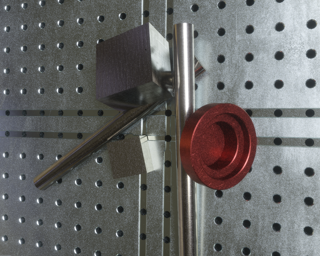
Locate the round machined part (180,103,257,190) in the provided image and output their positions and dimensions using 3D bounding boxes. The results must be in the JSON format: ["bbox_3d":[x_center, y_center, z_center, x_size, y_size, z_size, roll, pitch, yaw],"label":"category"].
[{"bbox_3d":[0.063,0.020,0.362,0.042,0.099,0.097,8,94,58],"label":"round machined part"}]

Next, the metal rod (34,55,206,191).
[{"bbox_3d":[-0.066,0.001,0.434,0.300,0.025,0.025,-36,79,16],"label":"metal rod"}]

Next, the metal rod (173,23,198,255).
[{"bbox_3d":[0.032,0.026,0.384,0.025,0.025,0.298,0,96,19],"label":"metal rod"}]

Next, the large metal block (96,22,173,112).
[{"bbox_3d":[-0.033,-0.074,0.394,0.080,0.050,0.080,-14,68,26],"label":"large metal block"}]

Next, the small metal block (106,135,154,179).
[{"bbox_3d":[-0.041,0.040,0.426,0.050,0.025,0.050,-13,86,19],"label":"small metal block"}]
